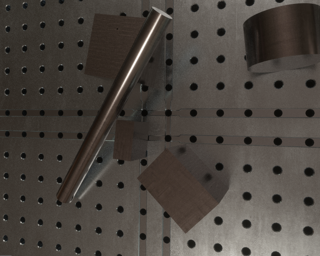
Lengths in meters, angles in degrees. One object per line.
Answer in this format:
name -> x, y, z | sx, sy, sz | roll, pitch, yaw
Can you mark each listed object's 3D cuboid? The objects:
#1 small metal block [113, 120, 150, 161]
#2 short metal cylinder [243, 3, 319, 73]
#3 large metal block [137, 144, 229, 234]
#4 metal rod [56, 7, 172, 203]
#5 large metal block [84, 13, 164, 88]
small metal block -> -0.037, 0.015, 0.411 | 0.025, 0.050, 0.050 | 6, 92, 19
short metal cylinder -> 0.134, -0.094, 0.336 | 0.080, 0.080, 0.050 | -6, 88, 19
large metal block -> 0.031, 0.067, 0.372 | 0.080, 0.080, 0.050 | 47, 104, 14
metal rod -> -0.070, -0.011, 0.398 | 0.025, 0.025, 0.298 | 40, 116, 15
large metal block -> -0.046, -0.102, 0.415 | 0.080, 0.050, 0.079 | 12, 94, 19
